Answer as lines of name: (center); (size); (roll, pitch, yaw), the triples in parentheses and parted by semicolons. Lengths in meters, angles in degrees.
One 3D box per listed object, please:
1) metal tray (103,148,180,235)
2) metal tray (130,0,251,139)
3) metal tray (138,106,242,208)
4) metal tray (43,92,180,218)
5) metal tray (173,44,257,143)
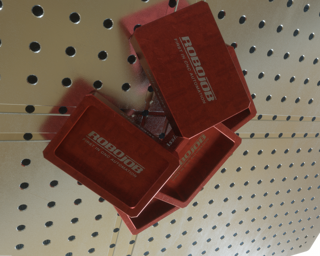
metal tray: (-0.026, 0.090, 0.451); (0.090, 0.030, 0.129); (-29, 129, -10)
metal tray: (0.035, -0.064, 0.350); (0.091, 0.030, 0.129); (-27, 98, -12)
metal tray: (0.039, 0.041, 0.418); (0.090, 0.030, 0.130); (33, 100, -39)
metal tray: (-0.054, 0.031, 0.359); (0.130, 0.030, 0.090); (37, 98, -9)
metal tray: (0.075, -0.041, 0.425); (0.090, 0.030, 0.130); (-37, 130, -4)
